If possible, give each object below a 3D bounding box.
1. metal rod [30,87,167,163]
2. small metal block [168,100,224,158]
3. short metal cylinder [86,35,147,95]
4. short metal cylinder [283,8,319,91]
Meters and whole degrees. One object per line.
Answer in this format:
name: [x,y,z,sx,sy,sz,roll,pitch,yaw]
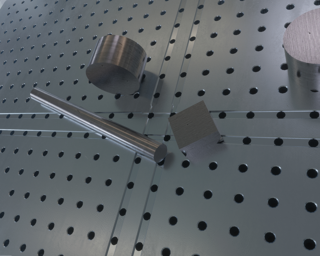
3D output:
metal rod: [-0.112,-0.015,0.475,0.300,0.025,0.025,23,74,36]
small metal block: [0.043,0.001,0.385,0.050,0.025,0.050,-27,52,11]
short metal cylinder: [-0.064,-0.092,0.463,0.080,0.080,0.050,-1,61,27]
short metal cylinder: [0.185,-0.089,0.350,0.080,0.050,0.080,-13,56,21]
